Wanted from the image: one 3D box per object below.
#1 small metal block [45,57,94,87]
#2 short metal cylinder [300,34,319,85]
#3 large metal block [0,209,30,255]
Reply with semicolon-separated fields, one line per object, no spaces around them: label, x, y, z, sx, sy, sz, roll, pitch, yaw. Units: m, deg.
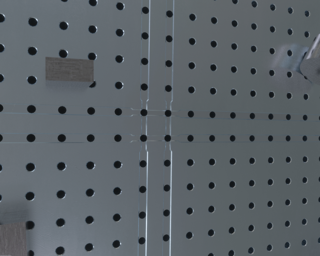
small metal block;-0.106;-0.064;0.360;0.050;0.050;0.025;0;91;-20
short metal cylinder;0.270;-0.105;0.483;0.080;0.080;0.050;34;79;-17
large metal block;-0.185;0.139;0.332;0.081;0.050;0.079;-3;91;-20
